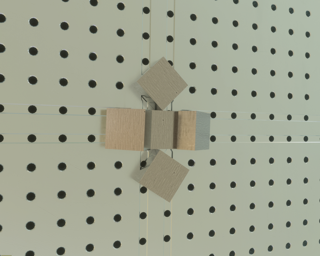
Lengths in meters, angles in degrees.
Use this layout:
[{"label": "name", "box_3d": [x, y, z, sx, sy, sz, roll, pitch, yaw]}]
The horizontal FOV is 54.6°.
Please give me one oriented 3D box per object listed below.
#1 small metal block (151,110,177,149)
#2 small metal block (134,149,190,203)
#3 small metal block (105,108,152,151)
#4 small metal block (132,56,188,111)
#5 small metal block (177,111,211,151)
[{"label": "small metal block", "box_3d": [0.001, 0.002, 0.412, 0.050, 0.025, 0.050, 1, 89, -20]}, {"label": "small metal block", "box_3d": [0.002, 0.062, 0.413, 0.050, 0.025, 0.050, 36, 79, -15]}, {"label": "small metal block", "box_3d": [-0.039, 0.002, 0.385, 0.050, 0.025, 0.050, 2, 90, 16]}, {"label": "small metal block", "box_3d": [0.000, -0.057, 0.412, 0.050, 0.025, 0.050, -46, 104, -15]}, {"label": "small metal block", "box_3d": [0.046, 0.004, 0.415, 0.050, 0.025, 0.050, 4, 88, -60]}]
